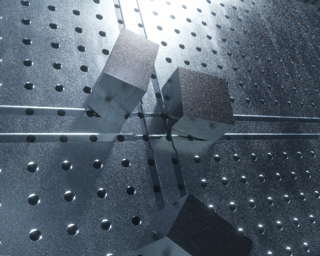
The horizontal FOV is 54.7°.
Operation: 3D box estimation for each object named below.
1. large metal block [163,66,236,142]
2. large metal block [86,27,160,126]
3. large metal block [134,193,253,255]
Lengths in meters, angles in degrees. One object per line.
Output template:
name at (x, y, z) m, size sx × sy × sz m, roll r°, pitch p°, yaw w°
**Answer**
large metal block at (0.053, -0.033, 0.443) m, size 0.081 × 0.050 × 0.080 m, roll 10°, pitch 57°, yaw -23°
large metal block at (-0.047, -0.062, 0.387) m, size 0.050 × 0.080 × 0.080 m, roll 23°, pitch 53°, yaw -15°
large metal block at (0.032, 0.122, 0.317) m, size 0.080 × 0.080 × 0.050 m, roll 38°, pitch 51°, yaw -3°
